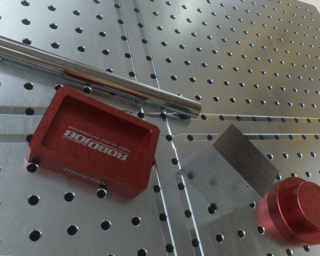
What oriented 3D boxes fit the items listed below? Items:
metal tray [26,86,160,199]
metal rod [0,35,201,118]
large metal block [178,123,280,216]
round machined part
[{"bbox_3d":[-0.071,0.017,0.357,0.131,0.030,0.090,24,53,-14],"label":"metal tray"},{"bbox_3d":[-0.082,-0.065,0.404,0.302,0.025,0.025,16,55,-19],"label":"metal rod"},{"bbox_3d":[0.083,0.054,0.387,0.080,0.080,0.050,46,51,4],"label":"large metal block"},{"bbox_3d":[0.207,0.115,0.442,0.099,0.042,0.098,14,56,-21],"label":"round machined part"}]
